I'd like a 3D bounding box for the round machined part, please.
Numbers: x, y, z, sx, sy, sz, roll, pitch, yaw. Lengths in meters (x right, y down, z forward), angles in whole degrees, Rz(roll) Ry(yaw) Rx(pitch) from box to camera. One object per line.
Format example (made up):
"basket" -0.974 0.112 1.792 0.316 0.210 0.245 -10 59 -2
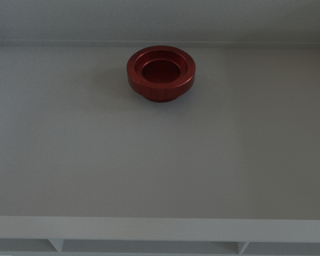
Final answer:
"round machined part" 0.002 -0.076 0.458 0.099 0.042 0.098 0 50 0
